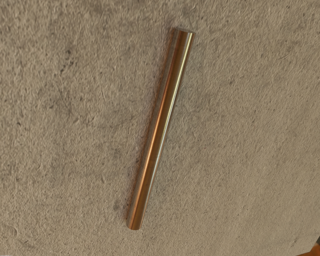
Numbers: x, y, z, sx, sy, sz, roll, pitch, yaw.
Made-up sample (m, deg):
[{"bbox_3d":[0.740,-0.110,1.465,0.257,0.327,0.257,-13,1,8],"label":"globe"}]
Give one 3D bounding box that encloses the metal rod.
[{"bbox_3d":[-0.006,0.019,0.418,0.025,0.025,0.298,0,118,-29],"label":"metal rod"}]
